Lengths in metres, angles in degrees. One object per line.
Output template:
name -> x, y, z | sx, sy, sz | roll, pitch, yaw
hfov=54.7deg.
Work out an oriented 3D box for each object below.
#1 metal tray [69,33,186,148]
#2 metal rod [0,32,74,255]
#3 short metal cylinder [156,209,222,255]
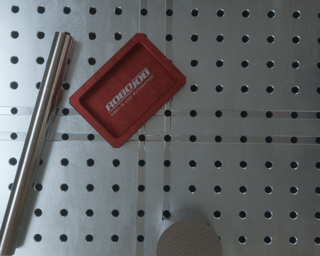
metal tray -> -0.041, -0.048, 0.410 | 0.130, 0.030, 0.090 | -44, 91, 0
metal rod -> -0.166, 0.021, 0.411 | 0.025, 0.025, 0.298 | 15, 90, -1
short metal cylinder -> 0.036, 0.151, 0.402 | 0.081, 0.050, 0.079 | 0, 90, -1
